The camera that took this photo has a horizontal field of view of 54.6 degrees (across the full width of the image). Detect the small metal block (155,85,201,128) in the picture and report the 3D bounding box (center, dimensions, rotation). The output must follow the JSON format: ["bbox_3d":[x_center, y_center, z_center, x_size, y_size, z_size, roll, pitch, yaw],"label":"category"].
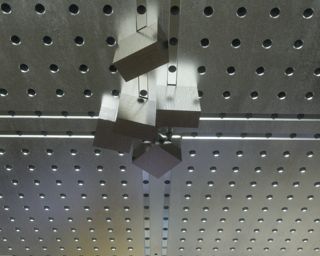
[{"bbox_3d":[0.020,-0.027,0.373,0.050,0.050,0.025,2,130,-2],"label":"small metal block"}]

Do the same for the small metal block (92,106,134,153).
[{"bbox_3d":[-0.059,0.003,0.414,0.050,0.025,0.050,12,129,-11],"label":"small metal block"}]

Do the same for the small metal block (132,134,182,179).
[{"bbox_3d":[-0.005,0.040,0.446,0.050,0.025,0.050,34,122,-26],"label":"small metal block"}]

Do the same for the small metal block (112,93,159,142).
[{"bbox_3d":[-0.029,-0.014,0.383,0.050,0.050,0.025,13,129,-11],"label":"small metal block"}]

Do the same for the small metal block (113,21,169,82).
[{"bbox_3d":[-0.019,-0.081,0.326,0.050,0.050,0.025,-22,127,17],"label":"small metal block"}]
